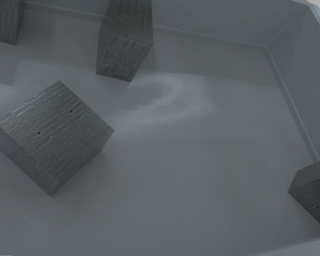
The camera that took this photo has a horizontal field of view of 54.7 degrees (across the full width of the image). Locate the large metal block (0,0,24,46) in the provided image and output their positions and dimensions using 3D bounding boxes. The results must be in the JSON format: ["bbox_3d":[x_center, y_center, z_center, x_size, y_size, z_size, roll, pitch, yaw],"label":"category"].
[{"bbox_3d":[-0.201,-0.151,0.354,0.081,0.080,0.050,12,57,-22],"label":"large metal block"}]

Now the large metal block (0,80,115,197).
[{"bbox_3d":[-0.110,0.010,0.324,0.080,0.050,0.080,43,51,1],"label":"large metal block"}]

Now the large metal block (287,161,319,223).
[{"bbox_3d":[0.251,0.092,0.449,0.080,0.080,0.050,45,51,3],"label":"large metal block"}]

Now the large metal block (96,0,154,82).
[{"bbox_3d":[-0.049,-0.122,0.418,0.050,0.080,0.080,11,57,-23],"label":"large metal block"}]
